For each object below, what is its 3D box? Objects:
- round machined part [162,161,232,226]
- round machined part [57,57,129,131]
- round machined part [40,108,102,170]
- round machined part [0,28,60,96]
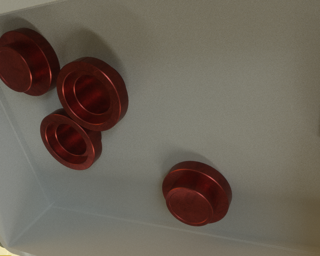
[{"bbox_3d":[0.047,0.098,0.433,0.098,0.042,0.097,13,124,21],"label":"round machined part"},{"bbox_3d":[-0.084,-0.048,0.413,0.098,0.042,0.097,13,124,21],"label":"round machined part"},{"bbox_3d":[-0.129,0.013,0.474,0.098,0.042,0.097,14,125,21],"label":"round machined part"},{"bbox_3d":[-0.197,-0.090,0.446,0.098,0.042,0.097,13,124,21],"label":"round machined part"}]
